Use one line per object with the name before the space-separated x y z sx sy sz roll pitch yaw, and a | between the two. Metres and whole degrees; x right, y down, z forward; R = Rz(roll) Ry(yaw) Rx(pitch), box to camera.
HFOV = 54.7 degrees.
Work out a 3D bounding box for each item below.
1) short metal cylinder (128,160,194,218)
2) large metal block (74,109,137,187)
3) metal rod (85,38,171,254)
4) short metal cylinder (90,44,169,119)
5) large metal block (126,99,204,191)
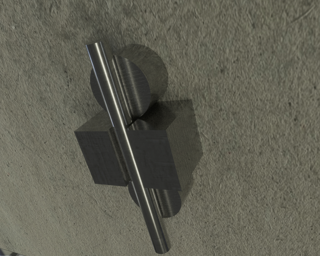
short metal cylinder | 0.002 0.080 0.441 0.080 0.050 0.079 13 123 21
large metal block | -0.057 0.020 0.415 0.050 0.080 0.080 -1 118 28
metal rod | -0.031 0.041 0.385 0.025 0.025 0.298 -1 118 28
short metal cylinder | -0.036 -0.056 0.376 0.080 0.050 0.079 13 123 21
large metal block | 0.010 0.018 0.379 0.050 0.080 0.080 -1 118 28
